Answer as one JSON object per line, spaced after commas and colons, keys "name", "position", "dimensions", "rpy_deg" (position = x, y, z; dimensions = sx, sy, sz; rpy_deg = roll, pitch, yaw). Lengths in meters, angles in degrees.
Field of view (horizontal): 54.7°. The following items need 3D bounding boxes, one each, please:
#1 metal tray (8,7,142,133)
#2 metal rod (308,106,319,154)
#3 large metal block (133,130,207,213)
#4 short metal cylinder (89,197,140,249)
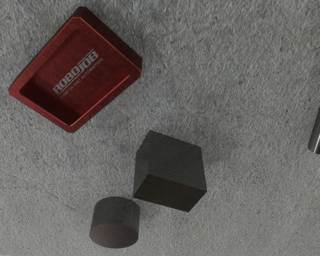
{"name": "metal tray", "position": [-0.095, -0.059, 0.352], "dimensions": [0.130, 0.030, 0.090], "rpy_deg": [-36, 122, 26]}
{"name": "metal rod", "position": [0.207, -0.085, 0.336], "dimensions": [0.025, 0.025, 0.298], "rpy_deg": [-4, 130, 3]}
{"name": "large metal block", "position": [0.012, 0.058, 0.421], "dimensions": [0.080, 0.080, 0.050], "rpy_deg": [19, 128, -16]}
{"name": "short metal cylinder", "position": [-0.075, 0.162, 0.528], "dimensions": [0.081, 0.050, 0.079], "rpy_deg": [0, 130, 0]}
